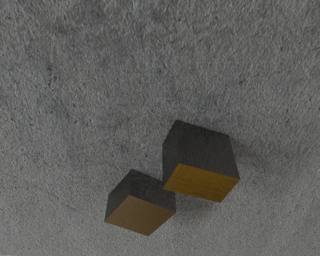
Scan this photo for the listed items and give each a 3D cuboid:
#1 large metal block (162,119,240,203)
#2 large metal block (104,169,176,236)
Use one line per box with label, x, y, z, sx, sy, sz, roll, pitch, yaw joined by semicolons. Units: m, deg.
large metal block;0.050;0.043;0.408;0.081;0.080;0.050;16;128;-14
large metal block;-0.031;0.120;0.493;0.080;0.050;0.080;26;125;-21
